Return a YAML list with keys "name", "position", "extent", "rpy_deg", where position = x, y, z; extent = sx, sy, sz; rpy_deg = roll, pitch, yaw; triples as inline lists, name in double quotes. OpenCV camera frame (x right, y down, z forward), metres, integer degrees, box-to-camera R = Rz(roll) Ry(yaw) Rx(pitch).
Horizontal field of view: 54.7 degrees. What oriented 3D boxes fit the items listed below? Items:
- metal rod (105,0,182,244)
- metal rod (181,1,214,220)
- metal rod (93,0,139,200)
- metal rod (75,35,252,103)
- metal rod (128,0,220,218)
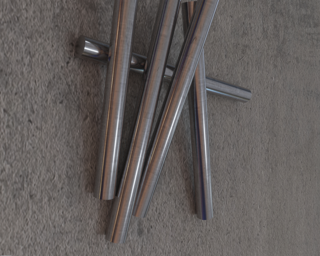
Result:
- name: "metal rod"
  position: [-0.018, -0.016, 0.365]
  extent: [0.025, 0.025, 0.298]
  rpy_deg: [14, 88, -39]
- name: "metal rod"
  position: [0.053, -0.013, 0.424]
  extent: [0.025, 0.025, 0.298]
  rpy_deg: [-17, 109, -39]
- name: "metal rod"
  position: [-0.044, -0.070, 0.336]
  extent: [0.025, 0.025, 0.298]
  rpy_deg: [2, 98, -40]
- name: "metal rod"
  position: [0.029, -0.071, 0.428]
  extent: [0.302, 0.025, 0.025]
  rpy_deg: [8, 85, -40]
- name: "metal rod"
  position: [0.019, -0.036, 0.374]
  extent: [0.025, 0.025, 0.298]
  rpy_deg: [16, 94, -39]
